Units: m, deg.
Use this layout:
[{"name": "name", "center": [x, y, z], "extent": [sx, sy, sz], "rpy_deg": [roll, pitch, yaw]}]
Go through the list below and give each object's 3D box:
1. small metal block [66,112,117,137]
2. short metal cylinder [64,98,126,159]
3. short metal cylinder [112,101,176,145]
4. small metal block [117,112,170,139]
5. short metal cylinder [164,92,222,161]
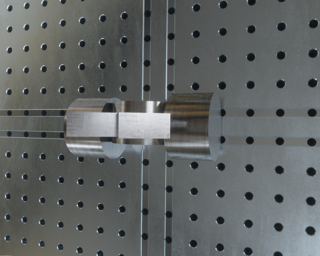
[{"name": "small metal block", "center": [-0.074, -0.004, 0.339], "extent": [0.050, 0.050, 0.025], "rpy_deg": [1, 91, -12]}, {"name": "short metal cylinder", "center": [-0.082, 0.000, 0.412], "extent": [0.050, 0.080, 0.079], "rpy_deg": [1, 91, 20]}, {"name": "short metal cylinder", "center": [-0.020, -0.006, 0.390], "extent": [0.080, 0.080, 0.050], "rpy_deg": [1, 91, 20]}, {"name": "small metal block", "center": [-0.019, -0.003, 0.324], "extent": [0.050, 0.050, 0.025], "rpy_deg": [1, 91, -11]}, {"name": "short metal cylinder", "center": [0.041, -0.002, 0.368], "extent": [0.050, 0.080, 0.079], "rpy_deg": [1, 90, 21]}]
